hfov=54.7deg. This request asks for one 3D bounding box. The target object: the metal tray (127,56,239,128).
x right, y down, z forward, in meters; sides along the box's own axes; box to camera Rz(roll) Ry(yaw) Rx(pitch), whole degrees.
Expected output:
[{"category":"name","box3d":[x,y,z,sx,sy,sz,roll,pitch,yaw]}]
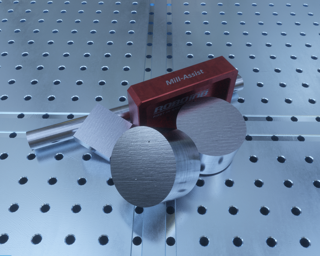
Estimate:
[{"category":"metal tray","box3d":[0.028,-0.029,0.385,0.131,0.089,0.030,-21,53,-17]}]

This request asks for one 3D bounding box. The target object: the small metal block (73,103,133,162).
[{"category":"small metal block","box3d":[-0.069,0.006,0.381,0.050,0.025,0.050,32,71,1]}]

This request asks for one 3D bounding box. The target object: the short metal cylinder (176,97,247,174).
[{"category":"short metal cylinder","box3d":[0.057,0.009,0.373,0.081,0.050,0.080,2,58,-4]}]

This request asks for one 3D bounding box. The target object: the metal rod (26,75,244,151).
[{"category":"metal rod","box3d":[-0.023,-0.026,0.424,0.302,0.025,0.025,-17,52,-14]}]

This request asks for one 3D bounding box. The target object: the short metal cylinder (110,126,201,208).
[{"category":"short metal cylinder","box3d":[-0.005,0.039,0.326,0.080,0.080,0.050,40,19,28]}]
